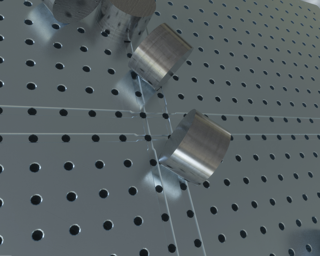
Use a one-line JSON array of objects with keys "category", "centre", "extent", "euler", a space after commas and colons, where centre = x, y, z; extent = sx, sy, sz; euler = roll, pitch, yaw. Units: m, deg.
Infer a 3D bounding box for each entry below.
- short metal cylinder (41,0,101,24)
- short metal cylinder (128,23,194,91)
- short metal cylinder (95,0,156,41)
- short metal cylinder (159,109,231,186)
[{"category": "short metal cylinder", "centre": [-0.125, -0.191, 0.422], "extent": [0.081, 0.080, 0.050], "euler": [-32, 80, -38]}, {"category": "short metal cylinder", "centre": [0.001, -0.098, 0.433], "extent": [0.050, 0.080, 0.080], "euler": [43, 51, 1]}, {"category": "short metal cylinder", "centre": [-0.053, -0.181, 0.474], "extent": [0.081, 0.050, 0.080], "euler": [14, 56, -21]}, {"category": "short metal cylinder", "centre": [0.042, 0.023, 0.381], "extent": [0.050, 0.080, 0.080], "euler": [33, 52, -7]}]
